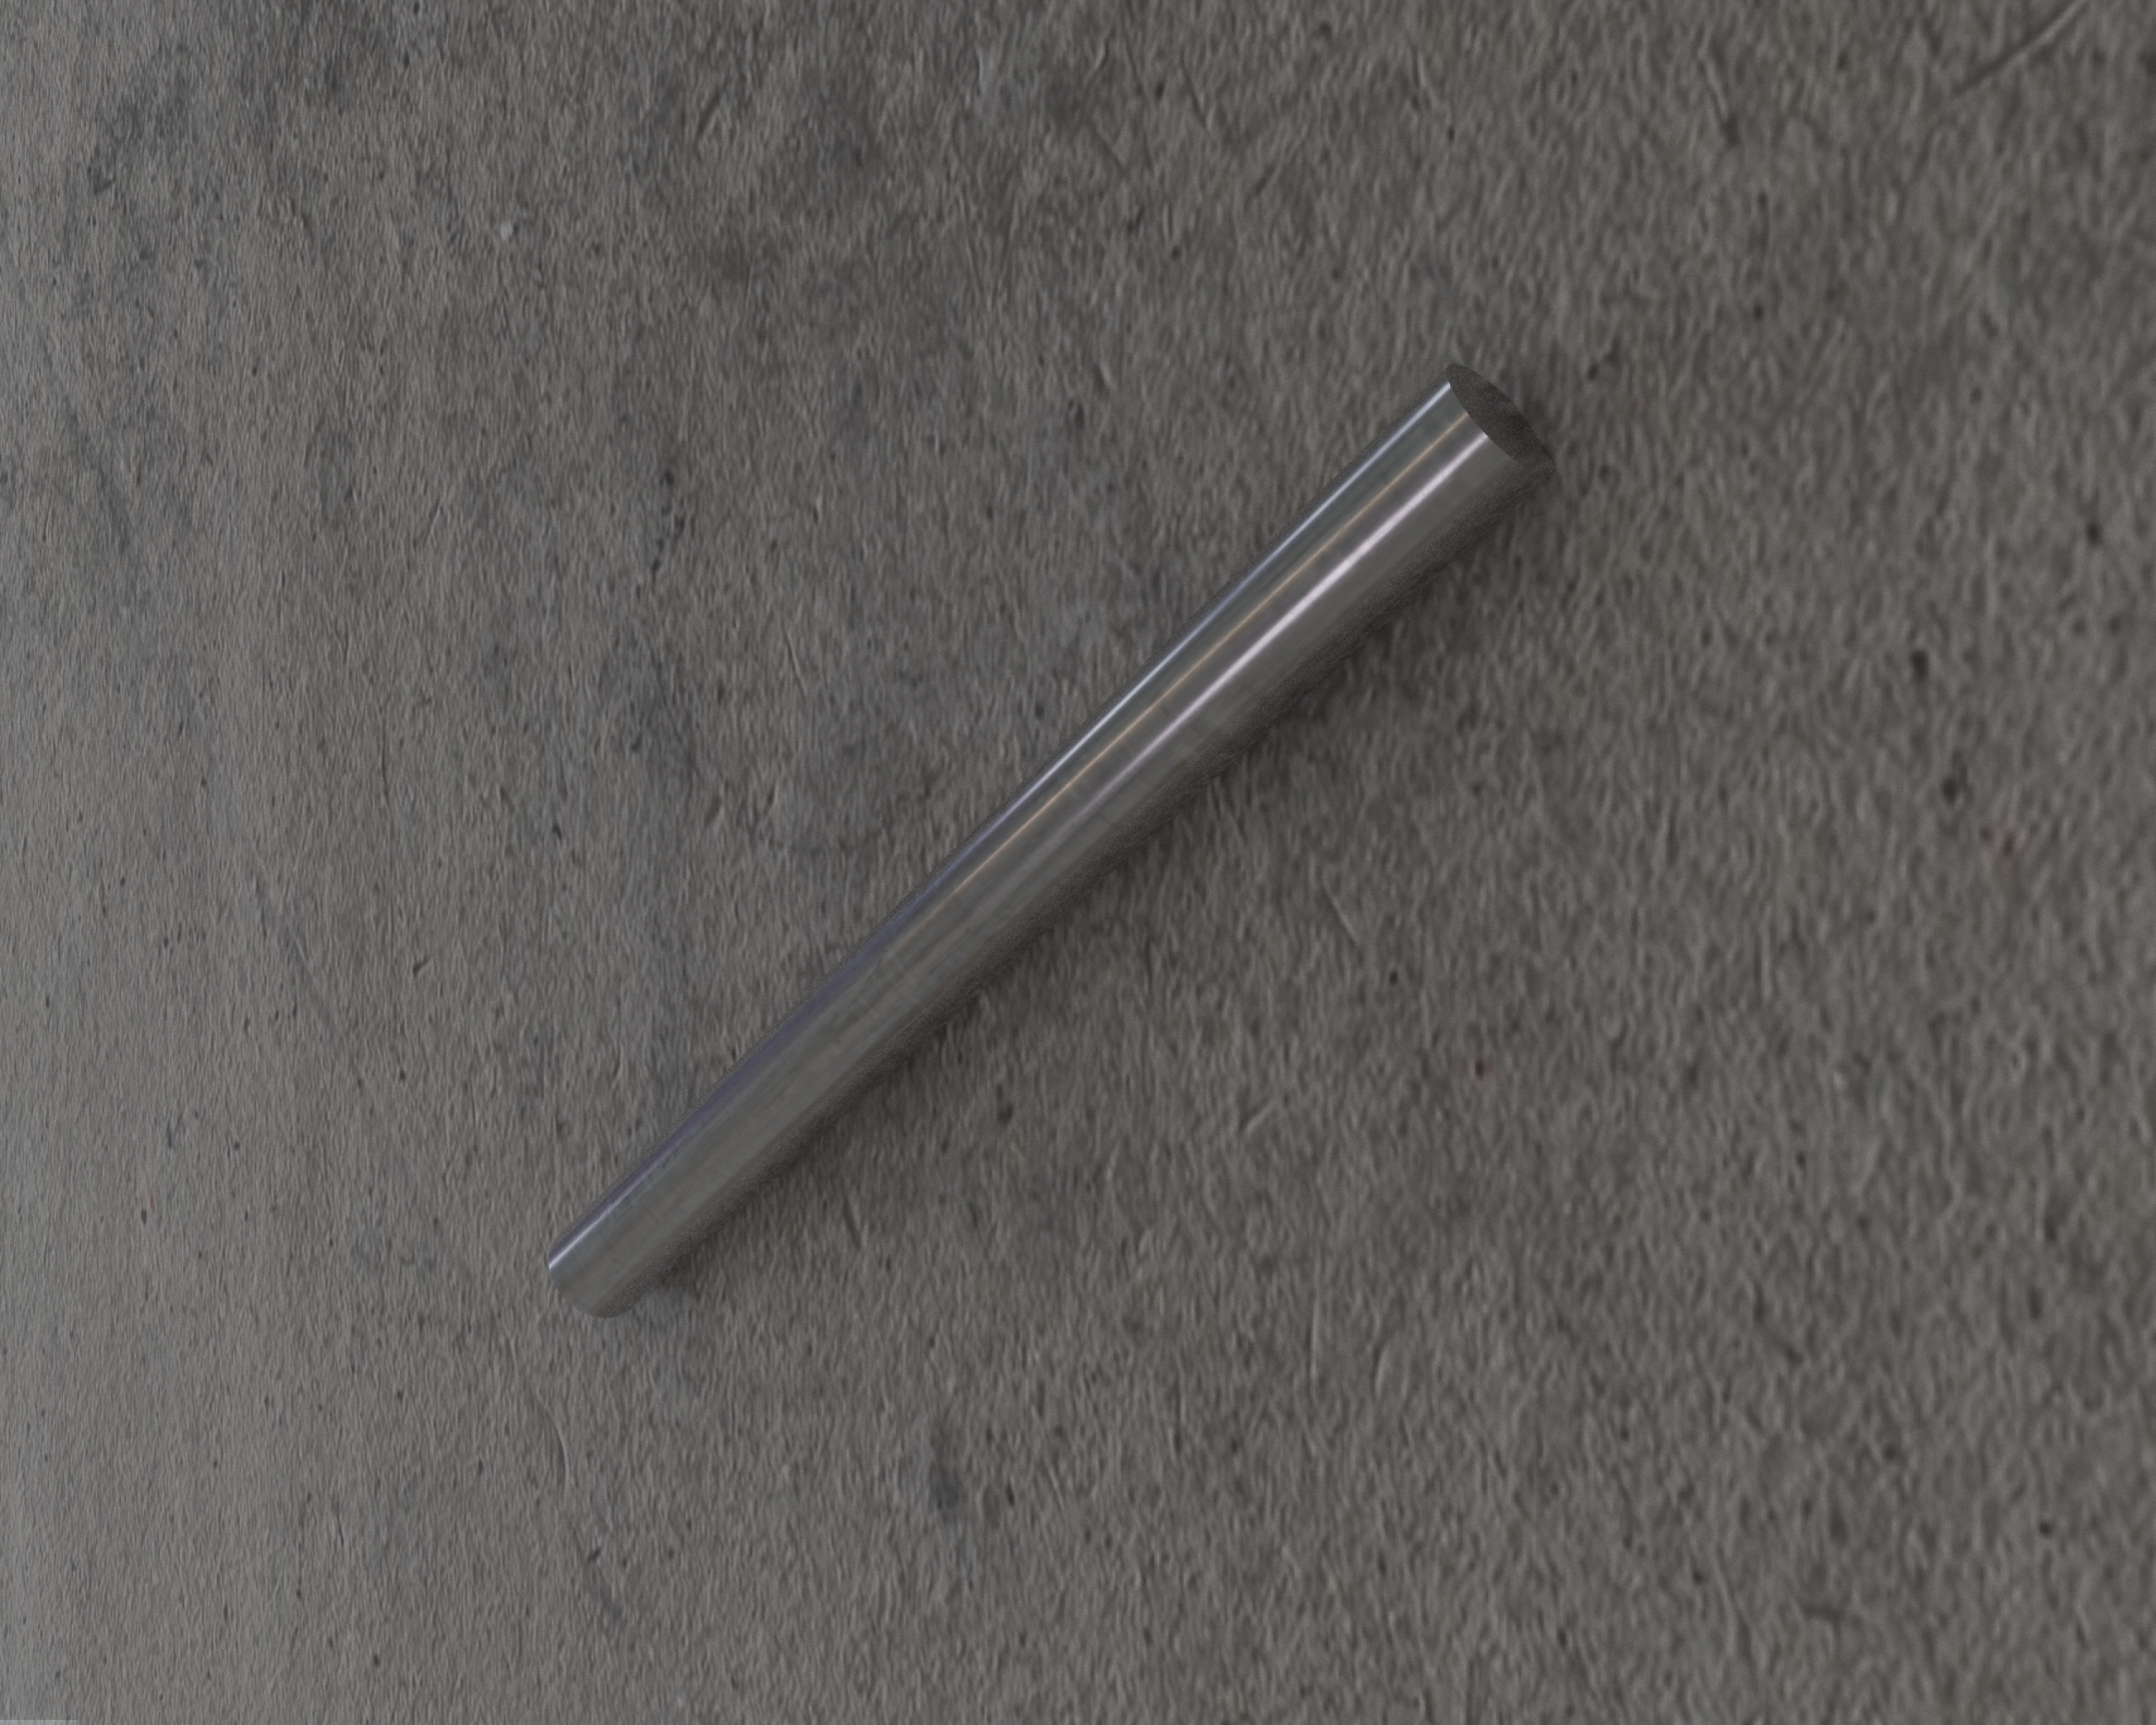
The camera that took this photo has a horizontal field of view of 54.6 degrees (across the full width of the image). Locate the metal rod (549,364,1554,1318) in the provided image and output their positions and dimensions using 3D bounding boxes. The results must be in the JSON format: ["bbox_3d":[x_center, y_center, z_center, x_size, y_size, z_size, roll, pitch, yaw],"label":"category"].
[{"bbox_3d":[-0.023,0.012,0.427,0.299,0.025,0.025,-43,64,31],"label":"metal rod"}]
